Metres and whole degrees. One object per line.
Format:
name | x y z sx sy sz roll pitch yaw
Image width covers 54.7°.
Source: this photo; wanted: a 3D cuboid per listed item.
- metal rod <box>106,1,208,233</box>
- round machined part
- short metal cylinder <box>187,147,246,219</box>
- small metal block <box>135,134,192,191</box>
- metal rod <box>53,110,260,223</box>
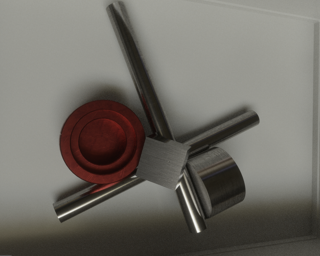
metal rod | -0.003 -0.013 0.390 0.025 0.025 0.299 -21 90 -19
round machined part | -0.071 0.016 0.375 0.099 0.042 0.097 0 90 -21
short metal cylinder | 0.065 0.071 0.405 0.050 0.080 0.080 -21 97 -19
small metal block | 0.004 0.040 0.368 0.050 0.025 0.050 18 101 13
metal rod | 0.009 0.043 0.414 0.302 0.025 0.025 -24 98 -19
